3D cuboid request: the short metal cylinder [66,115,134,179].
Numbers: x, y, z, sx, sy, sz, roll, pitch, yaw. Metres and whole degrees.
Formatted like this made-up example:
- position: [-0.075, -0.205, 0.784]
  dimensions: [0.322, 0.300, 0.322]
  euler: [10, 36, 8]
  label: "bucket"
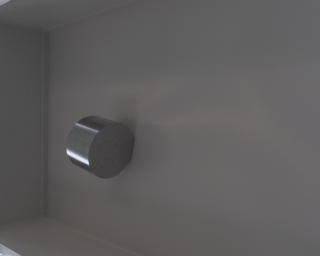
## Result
- position: [-0.084, 0.026, 0.442]
  dimensions: [0.050, 0.081, 0.080]
  euler: [17, 101, 39]
  label: "short metal cylinder"
